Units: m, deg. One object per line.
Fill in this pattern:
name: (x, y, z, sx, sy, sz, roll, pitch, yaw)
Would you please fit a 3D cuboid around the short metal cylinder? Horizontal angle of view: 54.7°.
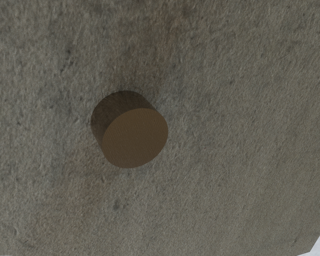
short metal cylinder: (-0.037, 0.001, 0.372, 0.081, 0.050, 0.079, -14, 125, -21)
